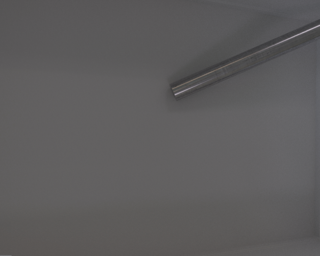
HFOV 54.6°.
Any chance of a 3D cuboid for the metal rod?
[{"bbox_3d":[0.156,-0.107,0.417,0.301,0.025,0.025,-23,99,0],"label":"metal rod"}]
